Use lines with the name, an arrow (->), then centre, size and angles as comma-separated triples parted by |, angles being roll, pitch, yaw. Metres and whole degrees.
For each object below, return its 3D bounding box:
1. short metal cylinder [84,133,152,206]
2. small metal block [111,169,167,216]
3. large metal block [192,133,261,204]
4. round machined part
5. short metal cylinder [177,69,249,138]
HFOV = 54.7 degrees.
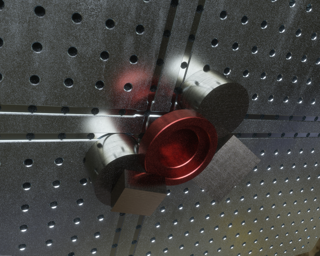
short metal cylinder -> -0.051, 0.054, 0.400 | 0.081, 0.050, 0.079 | -14, 124, -21
small metal block -> -0.026, 0.077, 0.364 | 0.050, 0.025, 0.050 | 13, 132, -21
large metal block -> 0.086, 0.050, 0.445 | 0.050, 0.080, 0.080 | 43, 95, -5
round machined part -> 0.019, 0.020, 0.385 | 0.099, 0.042, 0.097 | -14, 124, -21
short metal cylinder -> 0.070, -0.032, 0.413 | 0.081, 0.050, 0.079 | -14, 124, -21
